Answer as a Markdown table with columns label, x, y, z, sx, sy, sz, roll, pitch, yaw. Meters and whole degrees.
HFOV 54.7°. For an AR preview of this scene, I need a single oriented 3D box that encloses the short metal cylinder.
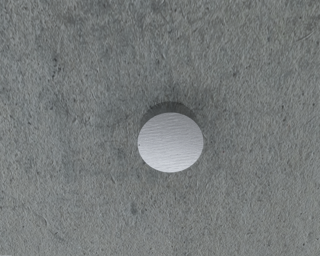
| label | x | y | z | sx | sy | sz | roll | pitch | yaw |
| --- | --- | --- | --- | --- | --- | --- | --- | --- | --- |
| short metal cylinder | 0.013 | 0.010 | 0.402 | 0.081 | 0.050 | 0.079 | 0 | 110 | -1 |
